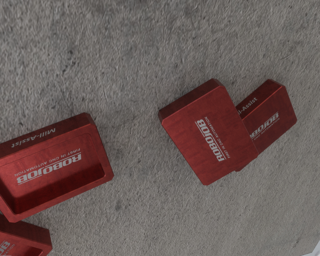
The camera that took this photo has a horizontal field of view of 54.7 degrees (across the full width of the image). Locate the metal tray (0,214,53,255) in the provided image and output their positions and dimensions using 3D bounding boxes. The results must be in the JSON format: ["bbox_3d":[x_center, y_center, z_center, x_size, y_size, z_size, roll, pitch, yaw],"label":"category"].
[{"bbox_3d":[-0.215,0.174,0.393,0.130,0.030,0.090,-47,129,5],"label":"metal tray"}]

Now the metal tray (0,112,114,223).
[{"bbox_3d":[-0.129,0.046,0.361,0.131,0.030,0.089,-23,127,-15],"label":"metal tray"}]

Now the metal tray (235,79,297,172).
[{"bbox_3d":[0.145,-0.002,0.482,0.130,0.030,0.090,-40,130,-1],"label":"metal tray"}]

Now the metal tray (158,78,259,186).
[{"bbox_3d":[0.068,0.009,0.421,0.090,0.030,0.130,-31,119,6],"label":"metal tray"}]
